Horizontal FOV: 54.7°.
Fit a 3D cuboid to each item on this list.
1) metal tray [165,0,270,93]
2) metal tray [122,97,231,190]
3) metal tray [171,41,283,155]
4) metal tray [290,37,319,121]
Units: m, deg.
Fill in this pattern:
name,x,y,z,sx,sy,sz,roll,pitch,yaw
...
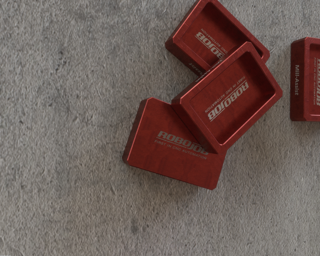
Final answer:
name,x,y,z,sx,sy,sz,roll,pitch,yaw
metal tray,0.083,-0.110,0.436,0.130,0.030,0.090,38,78,-16
metal tray,0.025,0.023,0.416,0.131,0.030,0.090,20,83,-19
metal tray,0.090,-0.039,0.406,0.130,0.030,0.090,-41,103,-15
metal tray,0.257,-0.075,0.500,0.091,0.030,0.129,1,90,-20
